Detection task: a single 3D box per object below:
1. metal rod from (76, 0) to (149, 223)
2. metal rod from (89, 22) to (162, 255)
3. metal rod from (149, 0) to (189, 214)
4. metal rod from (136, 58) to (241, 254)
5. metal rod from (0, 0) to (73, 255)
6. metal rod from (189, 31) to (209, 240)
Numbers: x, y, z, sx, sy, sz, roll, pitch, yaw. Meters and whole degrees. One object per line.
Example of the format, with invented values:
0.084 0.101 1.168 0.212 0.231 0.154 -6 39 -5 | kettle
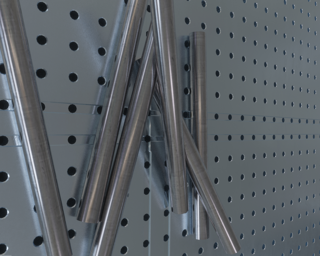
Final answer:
-0.050 -0.043 0.365 0.025 0.025 0.299 19 78 -38 | metal rod
-0.033 0.011 0.361 0.025 0.025 0.299 18 85 -39 | metal rod
0.013 -0.023 0.373 0.025 0.025 0.298 -26 120 -37 | metal rod
0.043 0.042 0.421 0.025 0.025 0.299 -33 104 -35 | metal rod
-0.127 -0.012 0.302 0.025 0.025 0.298 -15 100 -39 | metal rod
0.058 0.011 0.456 0.025 0.025 0.298 -2 91 -40 | metal rod
